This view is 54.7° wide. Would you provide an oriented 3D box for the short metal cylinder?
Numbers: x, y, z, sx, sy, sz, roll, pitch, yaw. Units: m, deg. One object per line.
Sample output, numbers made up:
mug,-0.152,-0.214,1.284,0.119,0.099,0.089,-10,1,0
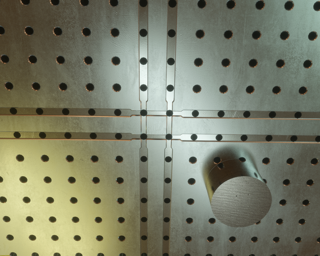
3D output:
short metal cylinder,0.108,0.090,0.434,0.081,0.050,0.079,0,110,0
